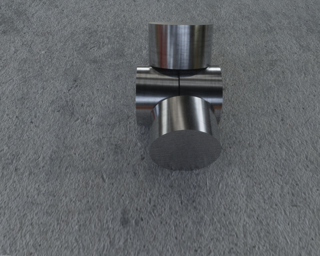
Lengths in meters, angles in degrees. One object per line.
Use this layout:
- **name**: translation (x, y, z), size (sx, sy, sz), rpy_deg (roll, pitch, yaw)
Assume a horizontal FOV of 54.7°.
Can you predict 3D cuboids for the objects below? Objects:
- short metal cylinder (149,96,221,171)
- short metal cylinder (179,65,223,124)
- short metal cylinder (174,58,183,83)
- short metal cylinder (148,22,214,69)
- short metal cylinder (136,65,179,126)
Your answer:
- **short metal cylinder**: translation (0.028, 0.008, 0.363), size (0.081, 0.080, 0.050), rpy_deg (0, 50, 0)
- **short metal cylinder**: translation (0.049, -0.042, 0.404), size (0.050, 0.080, 0.080), rpy_deg (0, 50, 0)
- **short metal cylinder**: translation (0.031, -0.093, 0.468), size (0.081, 0.050, 0.080), rpy_deg (0, 50, 0)
- **short metal cylinder**: translation (0.026, -0.107, 0.393), size (0.081, 0.050, 0.080), rpy_deg (1, 22, 0)
- **short metal cylinder**: translation (-0.003, -0.042, 0.405), size (0.050, 0.080, 0.080), rpy_deg (1, 50, 0)
